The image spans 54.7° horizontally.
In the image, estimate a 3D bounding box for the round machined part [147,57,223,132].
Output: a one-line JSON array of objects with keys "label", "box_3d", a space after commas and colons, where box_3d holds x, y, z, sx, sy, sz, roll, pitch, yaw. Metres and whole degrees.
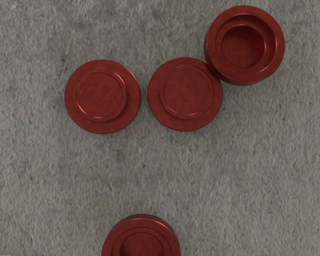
[{"label": "round machined part", "box_3d": [0.033, -0.044, 0.402, 0.099, 0.042, 0.097, 0, 90, -1]}]

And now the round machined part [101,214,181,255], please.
[{"label": "round machined part", "box_3d": [-0.023, 0.159, 0.401, 0.099, 0.042, 0.097, 0, 90, -1]}]

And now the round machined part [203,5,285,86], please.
[{"label": "round machined part", "box_3d": [0.105, -0.102, 0.400, 0.099, 0.042, 0.097, 0, 87, -4]}]

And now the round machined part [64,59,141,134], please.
[{"label": "round machined part", "box_3d": [-0.075, -0.040, 0.401, 0.099, 0.042, 0.097, 0, 90, -1]}]
